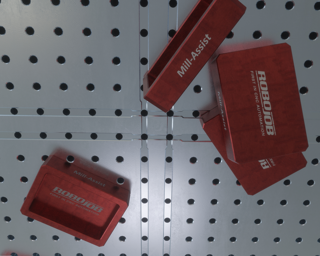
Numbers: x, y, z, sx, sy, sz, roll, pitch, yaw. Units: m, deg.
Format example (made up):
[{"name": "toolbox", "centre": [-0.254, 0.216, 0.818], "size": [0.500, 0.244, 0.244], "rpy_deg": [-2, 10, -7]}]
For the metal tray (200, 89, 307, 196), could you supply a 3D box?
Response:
[{"name": "metal tray", "centre": [0.126, 0.018, 0.418], "size": [0.090, 0.030, 0.130], "rpy_deg": [-33, 107, 11]}]

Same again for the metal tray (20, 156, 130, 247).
[{"name": "metal tray", "centre": [-0.121, 0.108, 0.449], "size": [0.131, 0.030, 0.090], "rpy_deg": [27, 108, -10]}]

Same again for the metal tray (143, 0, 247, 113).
[{"name": "metal tray", "centre": [0.030, -0.088, 0.345], "size": [0.030, 0.090, 0.130], "rpy_deg": [33, 107, -16]}]

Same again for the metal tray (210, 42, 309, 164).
[{"name": "metal tray", "centre": [0.119, -0.029, 0.374], "size": [0.091, 0.030, 0.129], "rpy_deg": [-11, 91, -4]}]
